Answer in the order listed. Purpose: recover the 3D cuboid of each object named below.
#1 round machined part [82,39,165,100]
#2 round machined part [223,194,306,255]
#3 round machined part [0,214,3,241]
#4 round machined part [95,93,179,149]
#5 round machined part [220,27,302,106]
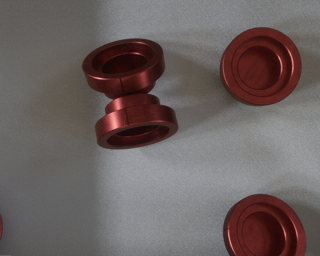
[{"bbox_3d":[-0.042,-0.070,0.384,0.099,0.098,0.042,-11,131,-1],"label":"round machined part"},{"bbox_3d":[0.127,0.137,0.392,0.099,0.042,0.098,4,64,-7],"label":"round machined part"},{"bbox_3d":[-0.241,0.122,0.371,0.042,0.099,0.098,-36,90,40],"label":"round machined part"},{"bbox_3d":[-0.030,-0.009,0.377,0.099,0.098,0.042,-12,72,0],"label":"round machined part"},{"bbox_3d":[0.127,-0.077,0.405,0.099,0.042,0.097,0,90,-1],"label":"round machined part"}]
